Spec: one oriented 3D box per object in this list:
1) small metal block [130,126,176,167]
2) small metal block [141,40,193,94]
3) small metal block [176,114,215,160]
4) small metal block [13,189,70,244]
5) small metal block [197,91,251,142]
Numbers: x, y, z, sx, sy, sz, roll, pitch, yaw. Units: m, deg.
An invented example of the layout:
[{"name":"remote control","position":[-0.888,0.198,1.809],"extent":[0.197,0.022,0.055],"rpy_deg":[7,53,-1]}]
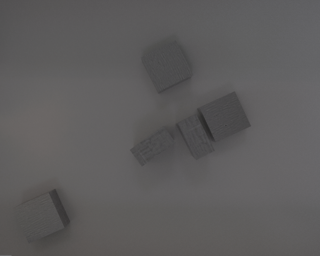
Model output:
[{"name":"small metal block","position":[-0.009,0.022,0.399],"extent":[0.050,0.050,0.025],"rpy_deg":[-35,90,0]},{"name":"small metal block","position":[0.009,-0.080,0.411],"extent":[0.050,0.025,0.050],"rpy_deg":[-27,90,0]},{"name":"small metal block","position":[0.044,0.011,0.399],"extent":[0.025,0.050,0.050],"rpy_deg":[-27,90,0]},{"name":"small metal block","position":[-0.156,0.116,0.410],"extent":[0.050,0.025,0.050],"rpy_deg":[-24,90,0]},{"name":"small metal block","position":[0.084,-0.015,0.412],"extent":[0.050,0.025,0.050],"rpy_deg":[-25,90,0]}]
